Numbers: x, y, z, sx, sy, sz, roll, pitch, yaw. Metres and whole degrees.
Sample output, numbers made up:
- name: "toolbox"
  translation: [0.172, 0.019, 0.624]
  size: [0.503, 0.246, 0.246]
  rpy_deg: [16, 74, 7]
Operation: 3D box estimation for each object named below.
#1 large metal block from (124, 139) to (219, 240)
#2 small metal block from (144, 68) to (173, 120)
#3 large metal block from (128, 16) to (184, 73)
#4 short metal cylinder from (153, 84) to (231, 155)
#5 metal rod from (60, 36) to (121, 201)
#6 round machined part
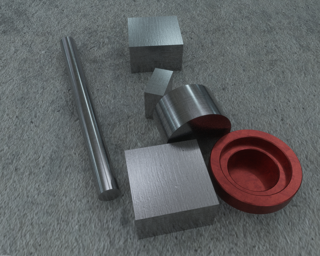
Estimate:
- name: "large metal block"
  translation: [0.009, 0.064, 0.333]
  size: [0.081, 0.050, 0.080]
  rpy_deg: [-9, 51, -8]
- name: "small metal block"
  translation: [-0.001, -0.045, 0.425]
  size: [0.025, 0.050, 0.050]
  rpy_deg: [12, 51, 10]
- name: "large metal block"
  translation: [-0.009, -0.136, 0.501]
  size: [0.081, 0.050, 0.080]
  rpy_deg: [-4, 50, -4]
- name: "short metal cylinder"
  translation: [0.038, -0.006, 0.373]
  size: [0.081, 0.080, 0.050]
  rpy_deg: [-14, 52, -12]
- name: "metal rod"
  translation: [-0.105, -0.035, 0.430]
  size: [0.025, 0.025, 0.299]
  rpy_deg: [-15, 52, -13]
- name: "round machined part"
  translation: [0.103, 0.052, 0.350]
  size: [0.099, 0.042, 0.098]
  rpy_deg: [0, 50, 0]
